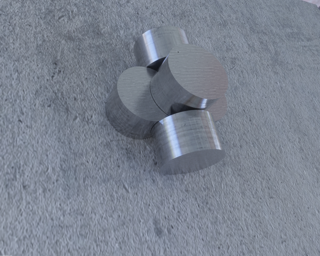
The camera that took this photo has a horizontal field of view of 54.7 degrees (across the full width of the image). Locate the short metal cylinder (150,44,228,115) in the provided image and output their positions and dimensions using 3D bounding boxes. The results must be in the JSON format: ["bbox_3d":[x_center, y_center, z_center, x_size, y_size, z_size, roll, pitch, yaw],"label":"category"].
[{"bbox_3d":[0.035,-0.055,0.378,0.081,0.050,0.080,14,56,-21],"label":"short metal cylinder"}]

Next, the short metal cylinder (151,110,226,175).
[{"bbox_3d":[0.034,0.020,0.378,0.081,0.080,0.050,0,62,-29],"label":"short metal cylinder"}]

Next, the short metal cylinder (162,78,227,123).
[{"bbox_3d":[0.046,-0.032,0.435,0.081,0.050,0.080,14,56,-21],"label":"short metal cylinder"}]

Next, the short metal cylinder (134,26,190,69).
[{"bbox_3d":[0.007,-0.096,0.434,0.081,0.080,0.050,0,62,-29],"label":"short metal cylinder"}]

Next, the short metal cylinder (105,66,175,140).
[{"bbox_3d":[-0.024,-0.031,0.396,0.081,0.050,0.080,14,56,-21],"label":"short metal cylinder"}]
